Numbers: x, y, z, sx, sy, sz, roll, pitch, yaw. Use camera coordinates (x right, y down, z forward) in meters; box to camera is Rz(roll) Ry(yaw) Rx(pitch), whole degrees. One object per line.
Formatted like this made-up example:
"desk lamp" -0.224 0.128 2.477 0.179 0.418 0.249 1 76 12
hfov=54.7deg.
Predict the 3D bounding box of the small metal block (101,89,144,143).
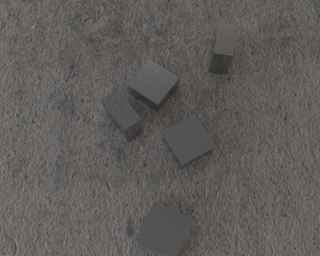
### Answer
"small metal block" -0.047 -0.014 0.400 0.025 0.050 0.050 -36 74 -12

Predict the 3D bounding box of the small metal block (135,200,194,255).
"small metal block" 0.005 0.121 0.364 0.050 0.025 0.050 25 72 8

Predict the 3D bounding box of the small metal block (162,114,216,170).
"small metal block" 0.036 0.018 0.402 0.050 0.025 0.050 -28 73 -10

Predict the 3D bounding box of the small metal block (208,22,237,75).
"small metal block" 0.087 -0.110 0.436 0.025 0.050 0.050 10 70 3

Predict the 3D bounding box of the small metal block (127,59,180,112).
"small metal block" -0.009 -0.059 0.429 0.050 0.025 0.050 34 73 11
